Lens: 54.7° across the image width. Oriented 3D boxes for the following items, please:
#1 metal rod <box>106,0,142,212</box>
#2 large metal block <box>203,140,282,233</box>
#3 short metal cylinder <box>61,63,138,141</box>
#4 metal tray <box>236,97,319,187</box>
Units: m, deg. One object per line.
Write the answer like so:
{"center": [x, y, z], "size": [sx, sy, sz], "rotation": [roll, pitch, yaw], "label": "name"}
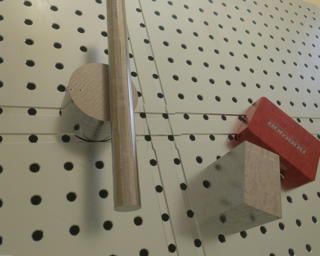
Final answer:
{"center": [-0.046, -0.057, 0.354], "size": [0.025, 0.025, 0.299], "rotation": [7, 58, -25], "label": "metal rod"}
{"center": [0.100, 0.074, 0.381], "size": [0.050, 0.080, 0.080], "rotation": [23, 53, -14], "label": "large metal block"}
{"center": [-0.073, -0.031, 0.371], "size": [0.081, 0.050, 0.080], "rotation": [14, 56, -21], "label": "short metal cylinder"}
{"center": [0.194, 0.020, 0.497], "size": [0.130, 0.030, 0.090], "rotation": [38, 51, -3], "label": "metal tray"}
